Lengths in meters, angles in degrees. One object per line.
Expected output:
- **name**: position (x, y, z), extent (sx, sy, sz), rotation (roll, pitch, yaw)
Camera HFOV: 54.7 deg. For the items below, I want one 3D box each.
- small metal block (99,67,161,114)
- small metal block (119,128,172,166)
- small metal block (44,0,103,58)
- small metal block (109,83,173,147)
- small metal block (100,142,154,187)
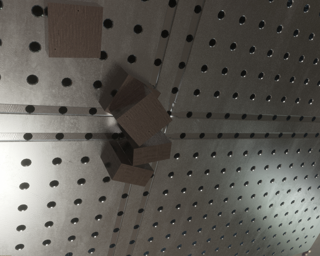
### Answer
- **small metal block**: position (-0.036, -0.036, 0.370), extent (0.050, 0.025, 0.050), rotation (26, 104, -38)
- **small metal block**: position (-0.020, 0.020, 0.398), extent (0.050, 0.050, 0.025), rotation (-9, 122, -24)
- **small metal block**: position (-0.085, -0.097, 0.305), extent (0.050, 0.025, 0.050), rotation (-6, 121, -26)
- **small metal block**: position (-0.021, -0.015, 0.359), extent (0.050, 0.025, 0.050), rotation (-39, 130, -2)
- **small metal block**: position (-0.043, 0.047, 0.402), extent (0.050, 0.050, 0.025), rotation (20, 108, -36)
